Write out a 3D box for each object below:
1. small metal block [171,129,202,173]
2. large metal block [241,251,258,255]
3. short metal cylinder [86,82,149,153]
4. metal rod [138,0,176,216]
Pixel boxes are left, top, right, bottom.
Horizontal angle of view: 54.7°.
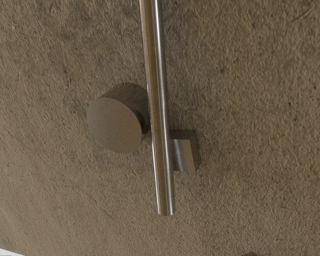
[{"bbox_3d":[0.024,0.030,0.413,0.050,0.025,0.050,2,119,27],"label":"small metal block"},{"bbox_3d":[0.138,0.244,0.450,0.080,0.080,0.050,42,129,-1],"label":"large metal block"},{"bbox_3d":[-0.048,-0.013,0.408,0.080,0.050,0.079,13,124,21],"label":"short metal cylinder"},{"bbox_3d":[-0.002,-0.026,0.367,0.025,0.025,0.298,6,114,25],"label":"metal rod"}]
